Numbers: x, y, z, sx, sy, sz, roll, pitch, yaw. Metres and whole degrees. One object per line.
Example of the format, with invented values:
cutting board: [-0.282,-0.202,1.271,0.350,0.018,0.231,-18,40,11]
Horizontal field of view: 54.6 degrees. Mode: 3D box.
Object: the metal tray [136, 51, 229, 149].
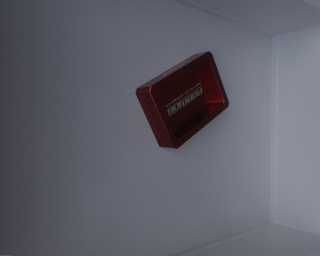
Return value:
metal tray: [0.037,-0.041,0.432,0.131,0.030,0.090,-36,112,-34]
